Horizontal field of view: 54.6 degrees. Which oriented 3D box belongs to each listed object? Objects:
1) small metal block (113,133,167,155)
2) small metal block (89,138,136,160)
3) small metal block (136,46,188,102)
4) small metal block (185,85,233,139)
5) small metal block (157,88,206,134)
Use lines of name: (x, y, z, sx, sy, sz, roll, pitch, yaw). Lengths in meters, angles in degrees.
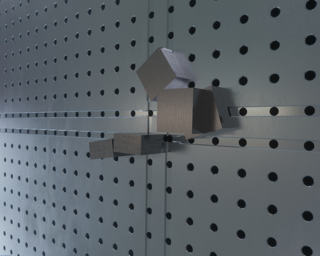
small metal block: (-0.026, 0.020, 0.416, 0.050, 0.050, 0.025, 3, 92, 40)
small metal block: (-0.066, 0.030, 0.449, 0.050, 0.050, 0.025, -10, 84, 39)
small metal block: (0.002, -0.070, 0.409, 0.050, 0.025, 0.050, -41, 65, 32)
small metal block: (0.052, -0.017, 0.367, 0.050, 0.025, 0.050, -20, 77, 38)
small metal block: (0.024, -0.019, 0.358, 0.050, 0.025, 0.050, 3, 92, 40)
